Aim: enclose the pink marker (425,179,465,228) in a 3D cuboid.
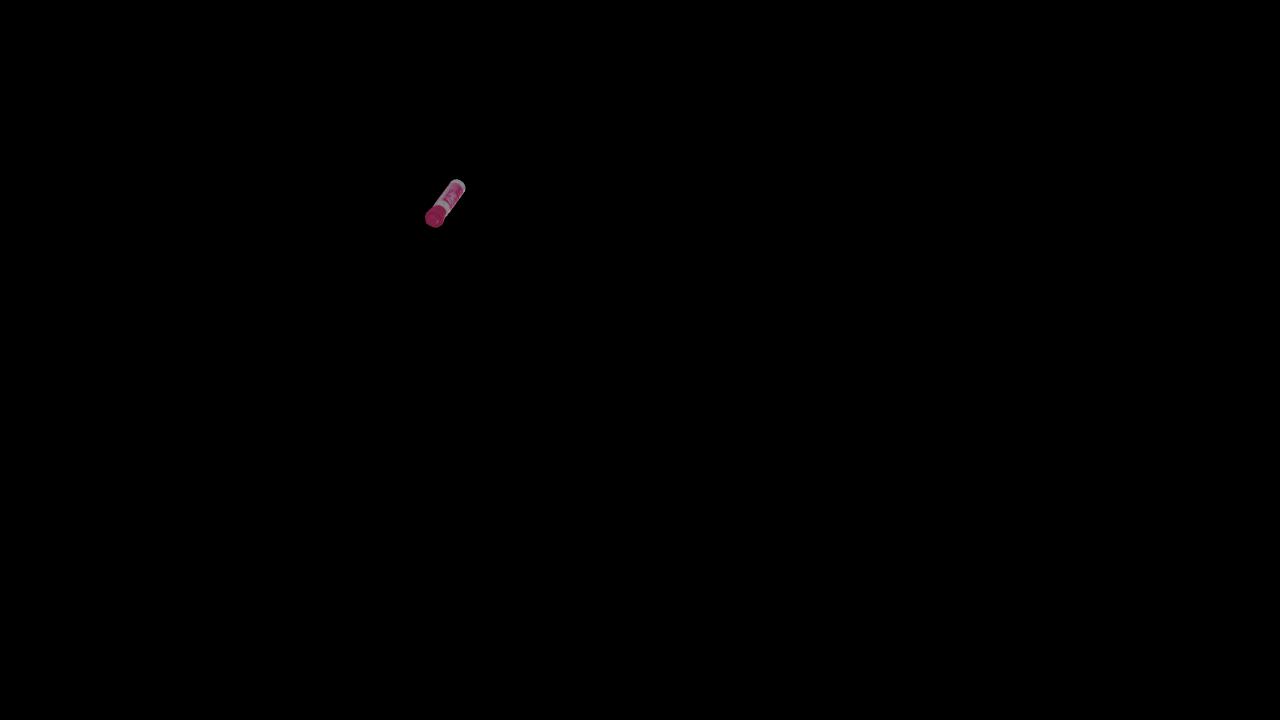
[{"bbox_3d":[-0.214,-0.174,0.679,0.020,0.020,0.121,0,32,-3],"label":"pink marker"}]
